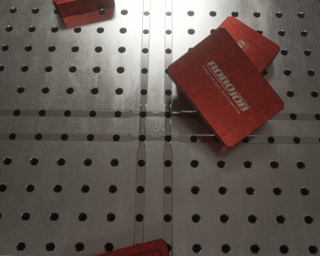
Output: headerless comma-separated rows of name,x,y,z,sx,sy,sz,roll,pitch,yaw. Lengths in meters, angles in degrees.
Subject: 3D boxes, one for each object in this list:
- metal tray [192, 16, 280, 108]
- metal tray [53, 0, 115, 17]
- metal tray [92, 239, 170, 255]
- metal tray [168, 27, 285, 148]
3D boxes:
metal tray,0.096,-0.089,0.443,0.090,0.030,0.130,38,74,12
metal tray,-0.131,-0.248,0.497,0.091,0.030,0.130,-14,71,-6
metal tray,-0.047,0.183,0.341,0.131,0.030,0.090,-12,71,-5
metal tray,0.083,-0.051,0.402,0.090,0.030,0.130,-38,88,2
